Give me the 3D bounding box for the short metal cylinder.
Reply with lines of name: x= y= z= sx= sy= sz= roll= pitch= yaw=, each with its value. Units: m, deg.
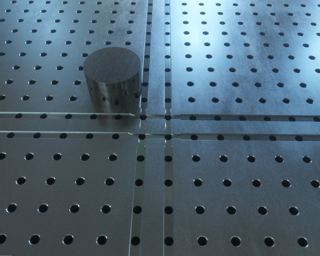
short metal cylinder: x=-0.067 y=-0.074 z=0.452 sx=0.081 sy=0.050 sz=0.080 roll=0 pitch=50 yaw=0
